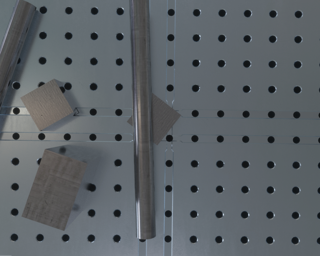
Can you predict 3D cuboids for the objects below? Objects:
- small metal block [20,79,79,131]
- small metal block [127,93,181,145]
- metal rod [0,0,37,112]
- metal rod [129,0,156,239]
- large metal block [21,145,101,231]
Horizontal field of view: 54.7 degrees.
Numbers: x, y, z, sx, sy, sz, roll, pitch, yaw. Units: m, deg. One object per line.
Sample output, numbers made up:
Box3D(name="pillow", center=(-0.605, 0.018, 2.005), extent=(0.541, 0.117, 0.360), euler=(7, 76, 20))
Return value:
Box3D(name="small metal block", center=(-0.146, -0.030, 0.412), extent=(0.050, 0.025, 0.050), euler=(-30, 90, 0))
Box3D(name="small metal block", center=(-0.008, -0.012, 0.413), extent=(0.050, 0.025, 0.050), euler=(38, 90, 0))
Box3D(name="metal rod", center=(-0.226, -0.024, 0.411), extent=(0.025, 0.025, 0.299), euler=(19, 90, 0))
Box3D(name="metal rod", center=(-0.022, -0.014, 0.388), extent=(0.025, 0.025, 0.298), euler=(-2, 90, 0))
Box3D(name="large metal block", center=(-0.117, 0.069, 0.385), extent=(0.050, 0.080, 0.080), euler=(19, 90, 0))
